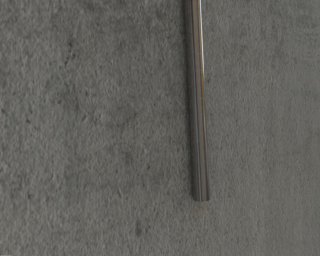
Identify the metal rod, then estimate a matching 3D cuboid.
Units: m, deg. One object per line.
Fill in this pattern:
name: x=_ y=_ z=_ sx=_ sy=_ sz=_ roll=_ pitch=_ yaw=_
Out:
metal rod: x=0.054 y=-0.043 z=0.451 sx=0.025 sy=0.025 sz=0.298 roll=-5 pitch=94 yaw=-40
